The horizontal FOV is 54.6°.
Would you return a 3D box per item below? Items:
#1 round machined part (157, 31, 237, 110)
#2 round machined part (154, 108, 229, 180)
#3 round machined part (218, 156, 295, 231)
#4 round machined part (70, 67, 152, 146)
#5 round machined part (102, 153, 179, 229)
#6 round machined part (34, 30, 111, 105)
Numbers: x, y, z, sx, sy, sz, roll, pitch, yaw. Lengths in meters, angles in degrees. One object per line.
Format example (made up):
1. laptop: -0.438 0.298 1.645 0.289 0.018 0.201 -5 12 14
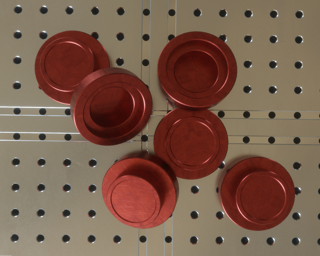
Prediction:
1. round machined part: 0.046 -0.070 0.400 0.099 0.042 0.098 0 81 -1
2. round machined part: 0.041 0.019 0.405 0.099 0.042 0.097 0 90 0
3. round machined part: 0.129 0.086 0.406 0.099 0.042 0.097 0 90 0
4. round machined part: -0.063 -0.030 0.388 0.099 0.042 0.097 -14 125 -21
5. round machined part: -0.028 0.084 0.391 0.098 0.042 0.097 3 104 12
6. round machined part: -0.115 -0.079 0.404 0.099 0.042 0.097 0 90 0
